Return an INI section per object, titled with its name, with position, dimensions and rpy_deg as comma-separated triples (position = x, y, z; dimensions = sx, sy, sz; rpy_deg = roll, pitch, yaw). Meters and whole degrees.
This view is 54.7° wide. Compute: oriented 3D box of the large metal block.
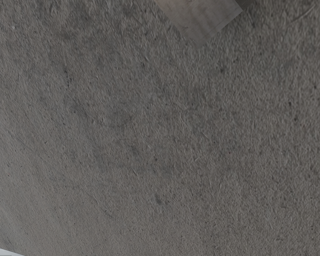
[large metal block]
position = 0.037, -0.126, 0.274
dimensions = 0.080, 0.080, 0.050
rpy_deg = 49, 129, -7
